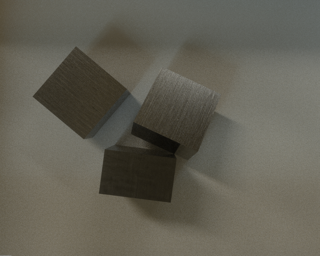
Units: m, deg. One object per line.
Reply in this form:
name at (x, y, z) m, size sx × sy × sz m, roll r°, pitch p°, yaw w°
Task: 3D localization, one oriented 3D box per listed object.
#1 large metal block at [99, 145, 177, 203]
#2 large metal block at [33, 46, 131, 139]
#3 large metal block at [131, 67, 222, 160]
large metal block at (-0.025, 0.053, 0.384) m, size 0.081 × 0.080 × 0.050 m, roll 7°, pitch 90°, yaw -1°
large metal block at (-0.097, -0.043, 0.398) m, size 0.080 × 0.050 × 0.080 m, roll 40°, pitch 90°, yaw -1°
large metal block at (0.019, -0.017, 0.387) m, size 0.080 × 0.050 × 0.080 m, roll 25°, pitch 71°, yaw -1°
